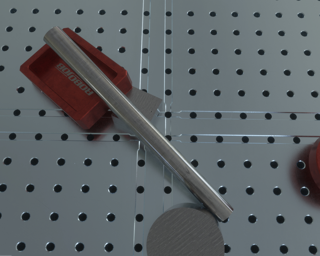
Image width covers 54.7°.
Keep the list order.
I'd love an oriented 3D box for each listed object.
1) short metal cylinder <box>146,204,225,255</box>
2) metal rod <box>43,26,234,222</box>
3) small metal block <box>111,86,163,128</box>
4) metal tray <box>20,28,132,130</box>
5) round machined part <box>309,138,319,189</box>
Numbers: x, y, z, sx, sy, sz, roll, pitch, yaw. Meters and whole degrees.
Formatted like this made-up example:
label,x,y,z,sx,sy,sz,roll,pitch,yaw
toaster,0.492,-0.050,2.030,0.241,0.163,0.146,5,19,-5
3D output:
label,x,y,z,sx,sy,sz,roll,pitch,yaw
short metal cylinder,0.029,0.126,0.343,0.080,0.050,0.080,-1,82,8
metal rod,-0.024,-0.003,0.371,0.300,0.025,0.025,46,76,-2
small metal block,-0.030,-0.023,0.420,0.050,0.025,0.050,25,72,8
metal tray,-0.114,-0.070,0.419,0.130,0.030,0.090,38,77,22
round machined part,0.235,0.049,0.388,0.099,0.042,0.098,0,70,-1
